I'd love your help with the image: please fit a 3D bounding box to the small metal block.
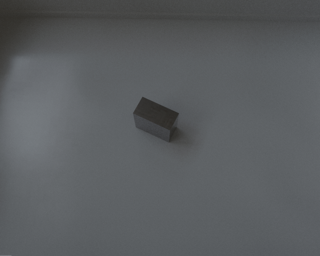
[{"bbox_3d":[-0.005,-0.010,0.400,0.050,0.050,0.025,25,72,8],"label":"small metal block"}]
